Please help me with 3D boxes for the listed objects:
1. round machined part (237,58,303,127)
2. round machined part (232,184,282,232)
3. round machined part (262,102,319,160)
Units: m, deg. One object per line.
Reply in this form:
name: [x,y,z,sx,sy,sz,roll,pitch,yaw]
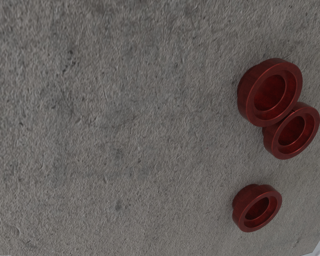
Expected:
round machined part: [0.151,-0.054,0.445,0.099,0.042,0.097,-14,124,-21]
round machined part: [0.176,0.144,0.581,0.099,0.042,0.097,-14,124,-21]
round machined part: [0.209,0.000,0.510,0.099,0.042,0.097,-14,124,-21]
